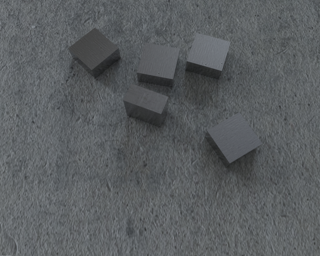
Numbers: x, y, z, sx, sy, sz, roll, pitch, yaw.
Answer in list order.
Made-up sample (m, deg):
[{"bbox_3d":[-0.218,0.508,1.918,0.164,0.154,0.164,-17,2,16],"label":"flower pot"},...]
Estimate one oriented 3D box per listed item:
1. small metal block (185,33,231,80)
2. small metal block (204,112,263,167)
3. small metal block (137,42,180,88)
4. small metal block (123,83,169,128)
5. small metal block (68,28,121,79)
[{"bbox_3d":[0.069,-0.103,0.446,0.050,0.025,0.050,17,71,6],"label":"small metal block"},{"bbox_3d":[0.094,0.016,0.403,0.050,0.025,0.050,-29,73,-10],"label":"small metal block"},{"bbox_3d":[-0.002,-0.089,0.441,0.050,0.025,0.050,11,70,4],"label":"small metal block"},{"bbox_3d":[-0.017,-0.028,0.405,0.050,0.050,0.025,20,72,7],"label":"small metal block"},{"bbox_3d":[-0.094,-0.108,0.447,0.050,0.025,0.050,43,75,14],"label":"small metal block"}]
